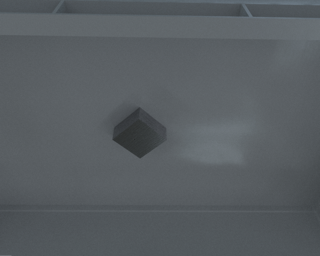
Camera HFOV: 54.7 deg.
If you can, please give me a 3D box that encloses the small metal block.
[{"bbox_3d":[-0.027,0.008,0.415,0.050,0.025,0.050,-36,122,26],"label":"small metal block"}]
